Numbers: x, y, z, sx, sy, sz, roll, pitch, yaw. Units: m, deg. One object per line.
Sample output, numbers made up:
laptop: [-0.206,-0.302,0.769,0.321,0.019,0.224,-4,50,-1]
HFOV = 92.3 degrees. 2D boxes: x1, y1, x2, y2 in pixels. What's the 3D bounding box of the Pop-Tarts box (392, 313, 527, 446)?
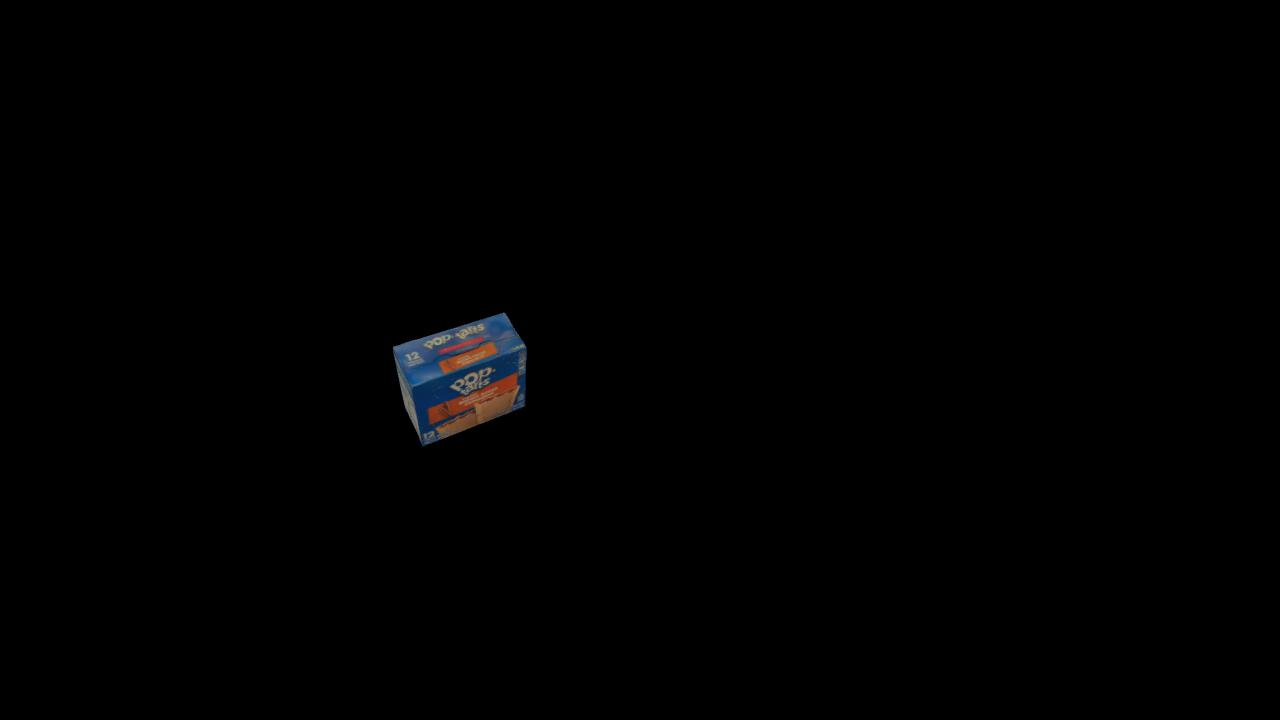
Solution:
Pop-Tarts box: [-0.258,0.028,0.901,0.167,0.141,0.083,-22,55,-28]
